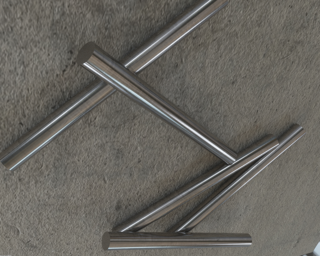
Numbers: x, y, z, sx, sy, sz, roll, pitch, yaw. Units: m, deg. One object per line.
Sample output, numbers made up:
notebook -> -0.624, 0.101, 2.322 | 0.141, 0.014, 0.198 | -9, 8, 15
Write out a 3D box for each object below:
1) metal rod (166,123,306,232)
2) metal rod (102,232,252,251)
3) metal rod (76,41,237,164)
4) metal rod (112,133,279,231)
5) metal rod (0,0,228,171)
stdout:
metal rod -> 0.130, 0.097, 0.537 | 0.300, 0.025, 0.025 | -40, 129, -1
metal rod -> 0.046, 0.186, 0.513 | 0.302, 0.025, 0.025 | 14, 111, -34
metal rod -> 0.022, -0.012, 0.390 | 0.025, 0.025, 0.301 | -50, 135, 7
metal rod -> 0.062, 0.092, 0.497 | 0.301, 0.025, 0.025 | -29, 128, -10
metal rod -> -0.049, -0.056, 0.345 | 0.301, 0.025, 0.025 | -38, 129, -3
